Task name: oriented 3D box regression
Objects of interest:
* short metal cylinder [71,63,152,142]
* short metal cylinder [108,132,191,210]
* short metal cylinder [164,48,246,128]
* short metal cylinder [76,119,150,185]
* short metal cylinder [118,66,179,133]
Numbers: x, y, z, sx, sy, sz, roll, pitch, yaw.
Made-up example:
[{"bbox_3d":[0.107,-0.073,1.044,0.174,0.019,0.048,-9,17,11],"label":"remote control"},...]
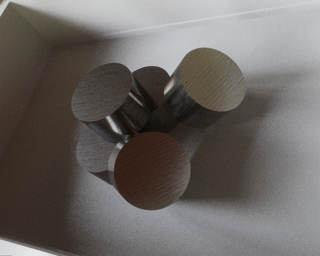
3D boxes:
[{"bbox_3d":[-0.056,-0.030,0.368,0.080,0.050,0.080,-13,56,20],"label":"short metal cylinder"},{"bbox_3d":[-0.013,0.044,0.338,0.080,0.080,0.050,-55,12,-11],"label":"short metal cylinder"},{"bbox_3d":[0.051,-0.046,0.361,0.081,0.050,0.080,8,66,-17],"label":"short metal cylinder"},{"bbox_3d":[-0.059,0.029,0.400,0.080,0.050,0.080,-13,56,20],"label":"short metal cylinder"},{"bbox_3d":[-0.013,-0.036,0.414,0.080,0.050,0.080,-13,56,20],"label":"short metal cylinder"}]
